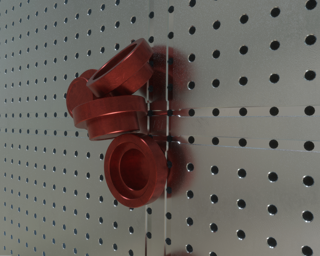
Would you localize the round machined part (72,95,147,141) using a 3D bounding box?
[{"bbox_3d":[-0.064,-0.010,0.416,0.098,0.099,0.042,-17,82,39],"label":"round machined part"}]

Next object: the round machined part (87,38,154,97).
[{"bbox_3d":[-0.047,-0.073,0.416,0.098,0.098,0.042,-22,118,38],"label":"round machined part"}]

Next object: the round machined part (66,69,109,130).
[{"bbox_3d":[-0.112,-0.045,0.492,0.098,0.042,0.097,0,90,40],"label":"round machined part"}]

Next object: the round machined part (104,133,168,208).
[{"bbox_3d":[-0.028,0.055,0.422,0.098,0.042,0.097,2,92,39],"label":"round machined part"}]
